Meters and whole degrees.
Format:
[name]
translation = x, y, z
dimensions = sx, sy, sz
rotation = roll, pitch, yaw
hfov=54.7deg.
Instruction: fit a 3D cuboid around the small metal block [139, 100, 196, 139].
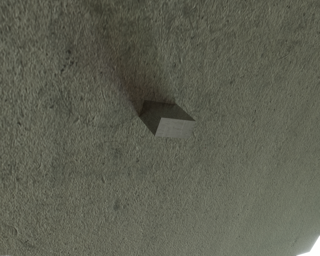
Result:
[small metal block]
translation = 0.009, -0.011, 0.391
dimensions = 0.050, 0.050, 0.025
rotation = 5, 116, -31
